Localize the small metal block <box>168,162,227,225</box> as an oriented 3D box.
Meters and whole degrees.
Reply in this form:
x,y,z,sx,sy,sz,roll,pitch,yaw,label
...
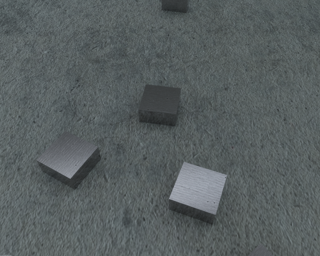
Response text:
x,y,z,sx,sy,sz,roll,pitch,yaw,label
0.042,0.071,0.343,0.050,0.025,0.050,16,52,13,small metal block

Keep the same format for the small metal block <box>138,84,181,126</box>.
x,y,z,sx,sy,sz,roll,pitch,yaw,label
0.001,-0.032,0.430,0.050,0.025,0.050,7,50,6,small metal block

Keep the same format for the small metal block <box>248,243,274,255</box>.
x,y,z,sx,sy,sz,roll,pitch,yaw,label
0.093,0.145,0.282,0.050,0.025,0.050,-32,57,-24,small metal block

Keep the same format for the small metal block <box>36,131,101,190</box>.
x,y,z,sx,sy,sz,roll,pitch,yaw,label
-0.108,0.038,0.371,0.050,0.025,0.050,24,54,18,small metal block

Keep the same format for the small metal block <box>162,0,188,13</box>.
x,y,z,sx,sy,sz,roll,pitch,yaw,label
0.030,-0.256,0.602,0.050,0.050,0.025,9,51,7,small metal block
